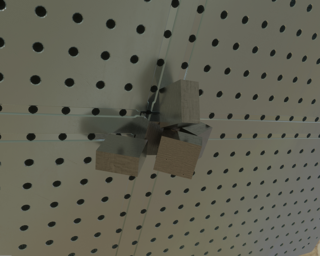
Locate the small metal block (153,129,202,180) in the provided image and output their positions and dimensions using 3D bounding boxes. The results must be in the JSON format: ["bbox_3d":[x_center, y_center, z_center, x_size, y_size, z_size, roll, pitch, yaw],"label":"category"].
[{"bbox_3d":[0.023,0.032,0.395,0.050,0.025,0.050,14,115,1],"label":"small metal block"}]

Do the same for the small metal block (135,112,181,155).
[{"bbox_3d":[-0.003,0.009,0.414,0.050,0.025,0.050,2,117,-29],"label":"small metal block"}]

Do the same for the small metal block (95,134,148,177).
[{"bbox_3d":[-0.045,0.032,0.376,0.050,0.050,0.025,9,113,6],"label":"small metal block"}]

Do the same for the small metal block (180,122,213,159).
[{"bbox_3d":[0.045,0.021,0.434,0.050,0.025,0.050,-22,134,-55],"label":"small metal block"}]

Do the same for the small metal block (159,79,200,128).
[{"bbox_3d":[0.023,-0.027,0.377,0.025,0.050,0.050,3,81,-29],"label":"small metal block"}]
